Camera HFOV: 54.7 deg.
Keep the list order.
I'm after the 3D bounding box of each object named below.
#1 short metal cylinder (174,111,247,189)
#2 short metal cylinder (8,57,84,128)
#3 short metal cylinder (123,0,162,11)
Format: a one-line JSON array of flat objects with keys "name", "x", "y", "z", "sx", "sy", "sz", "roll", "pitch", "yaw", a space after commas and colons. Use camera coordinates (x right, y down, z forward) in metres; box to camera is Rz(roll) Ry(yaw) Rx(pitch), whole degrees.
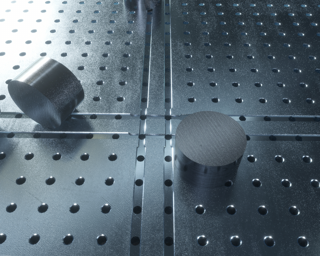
[{"name": "short metal cylinder", "x": 0.058, "y": 0.026, "z": 0.371, "sx": 0.081, "sy": 0.050, "sz": 0.080, "roll": 0, "pitch": 50, "yaw": 0}, {"name": "short metal cylinder", "x": -0.149, "y": -0.045, "z": 0.408, "sx": 0.080, "sy": 0.080, "sz": 0.050, "roll": 21, "pitch": 53, "yaw": 16}, {"name": "short metal cylinder", "x": -0.036, "y": -0.282, "z": 0.628, "sx": 0.081, "sy": 0.050, "sz": 0.080, "roll": 0, "pitch": 50, "yaw": 0}]
